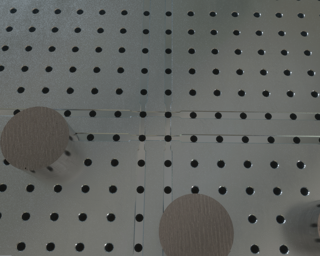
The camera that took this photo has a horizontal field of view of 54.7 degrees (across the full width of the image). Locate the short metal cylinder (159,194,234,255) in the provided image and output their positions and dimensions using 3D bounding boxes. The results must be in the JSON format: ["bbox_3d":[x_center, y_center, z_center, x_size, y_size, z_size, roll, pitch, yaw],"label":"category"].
[{"bbox_3d":[0.039,0.119,0.355,0.081,0.050,0.080,0,70,0],"label":"short metal cylinder"}]

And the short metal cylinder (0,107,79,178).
[{"bbox_3d":[-0.148,0.019,0.390,0.081,0.050,0.080,0,70,0],"label":"short metal cylinder"}]

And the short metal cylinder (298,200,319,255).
[{"bbox_3d":[0.211,0.120,0.357,0.081,0.050,0.080,0,70,0],"label":"short metal cylinder"}]
